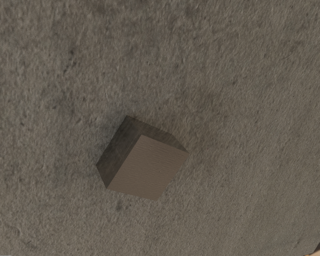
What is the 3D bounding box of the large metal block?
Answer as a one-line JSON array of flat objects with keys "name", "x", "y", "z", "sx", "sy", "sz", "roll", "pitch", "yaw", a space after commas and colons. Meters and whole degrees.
[{"name": "large metal block", "x": -0.023, "y": 0.041, "z": 0.403, "sx": 0.080, "sy": 0.050, "sz": 0.080, "roll": 24, "pitch": 106, "yaw": -37}]
